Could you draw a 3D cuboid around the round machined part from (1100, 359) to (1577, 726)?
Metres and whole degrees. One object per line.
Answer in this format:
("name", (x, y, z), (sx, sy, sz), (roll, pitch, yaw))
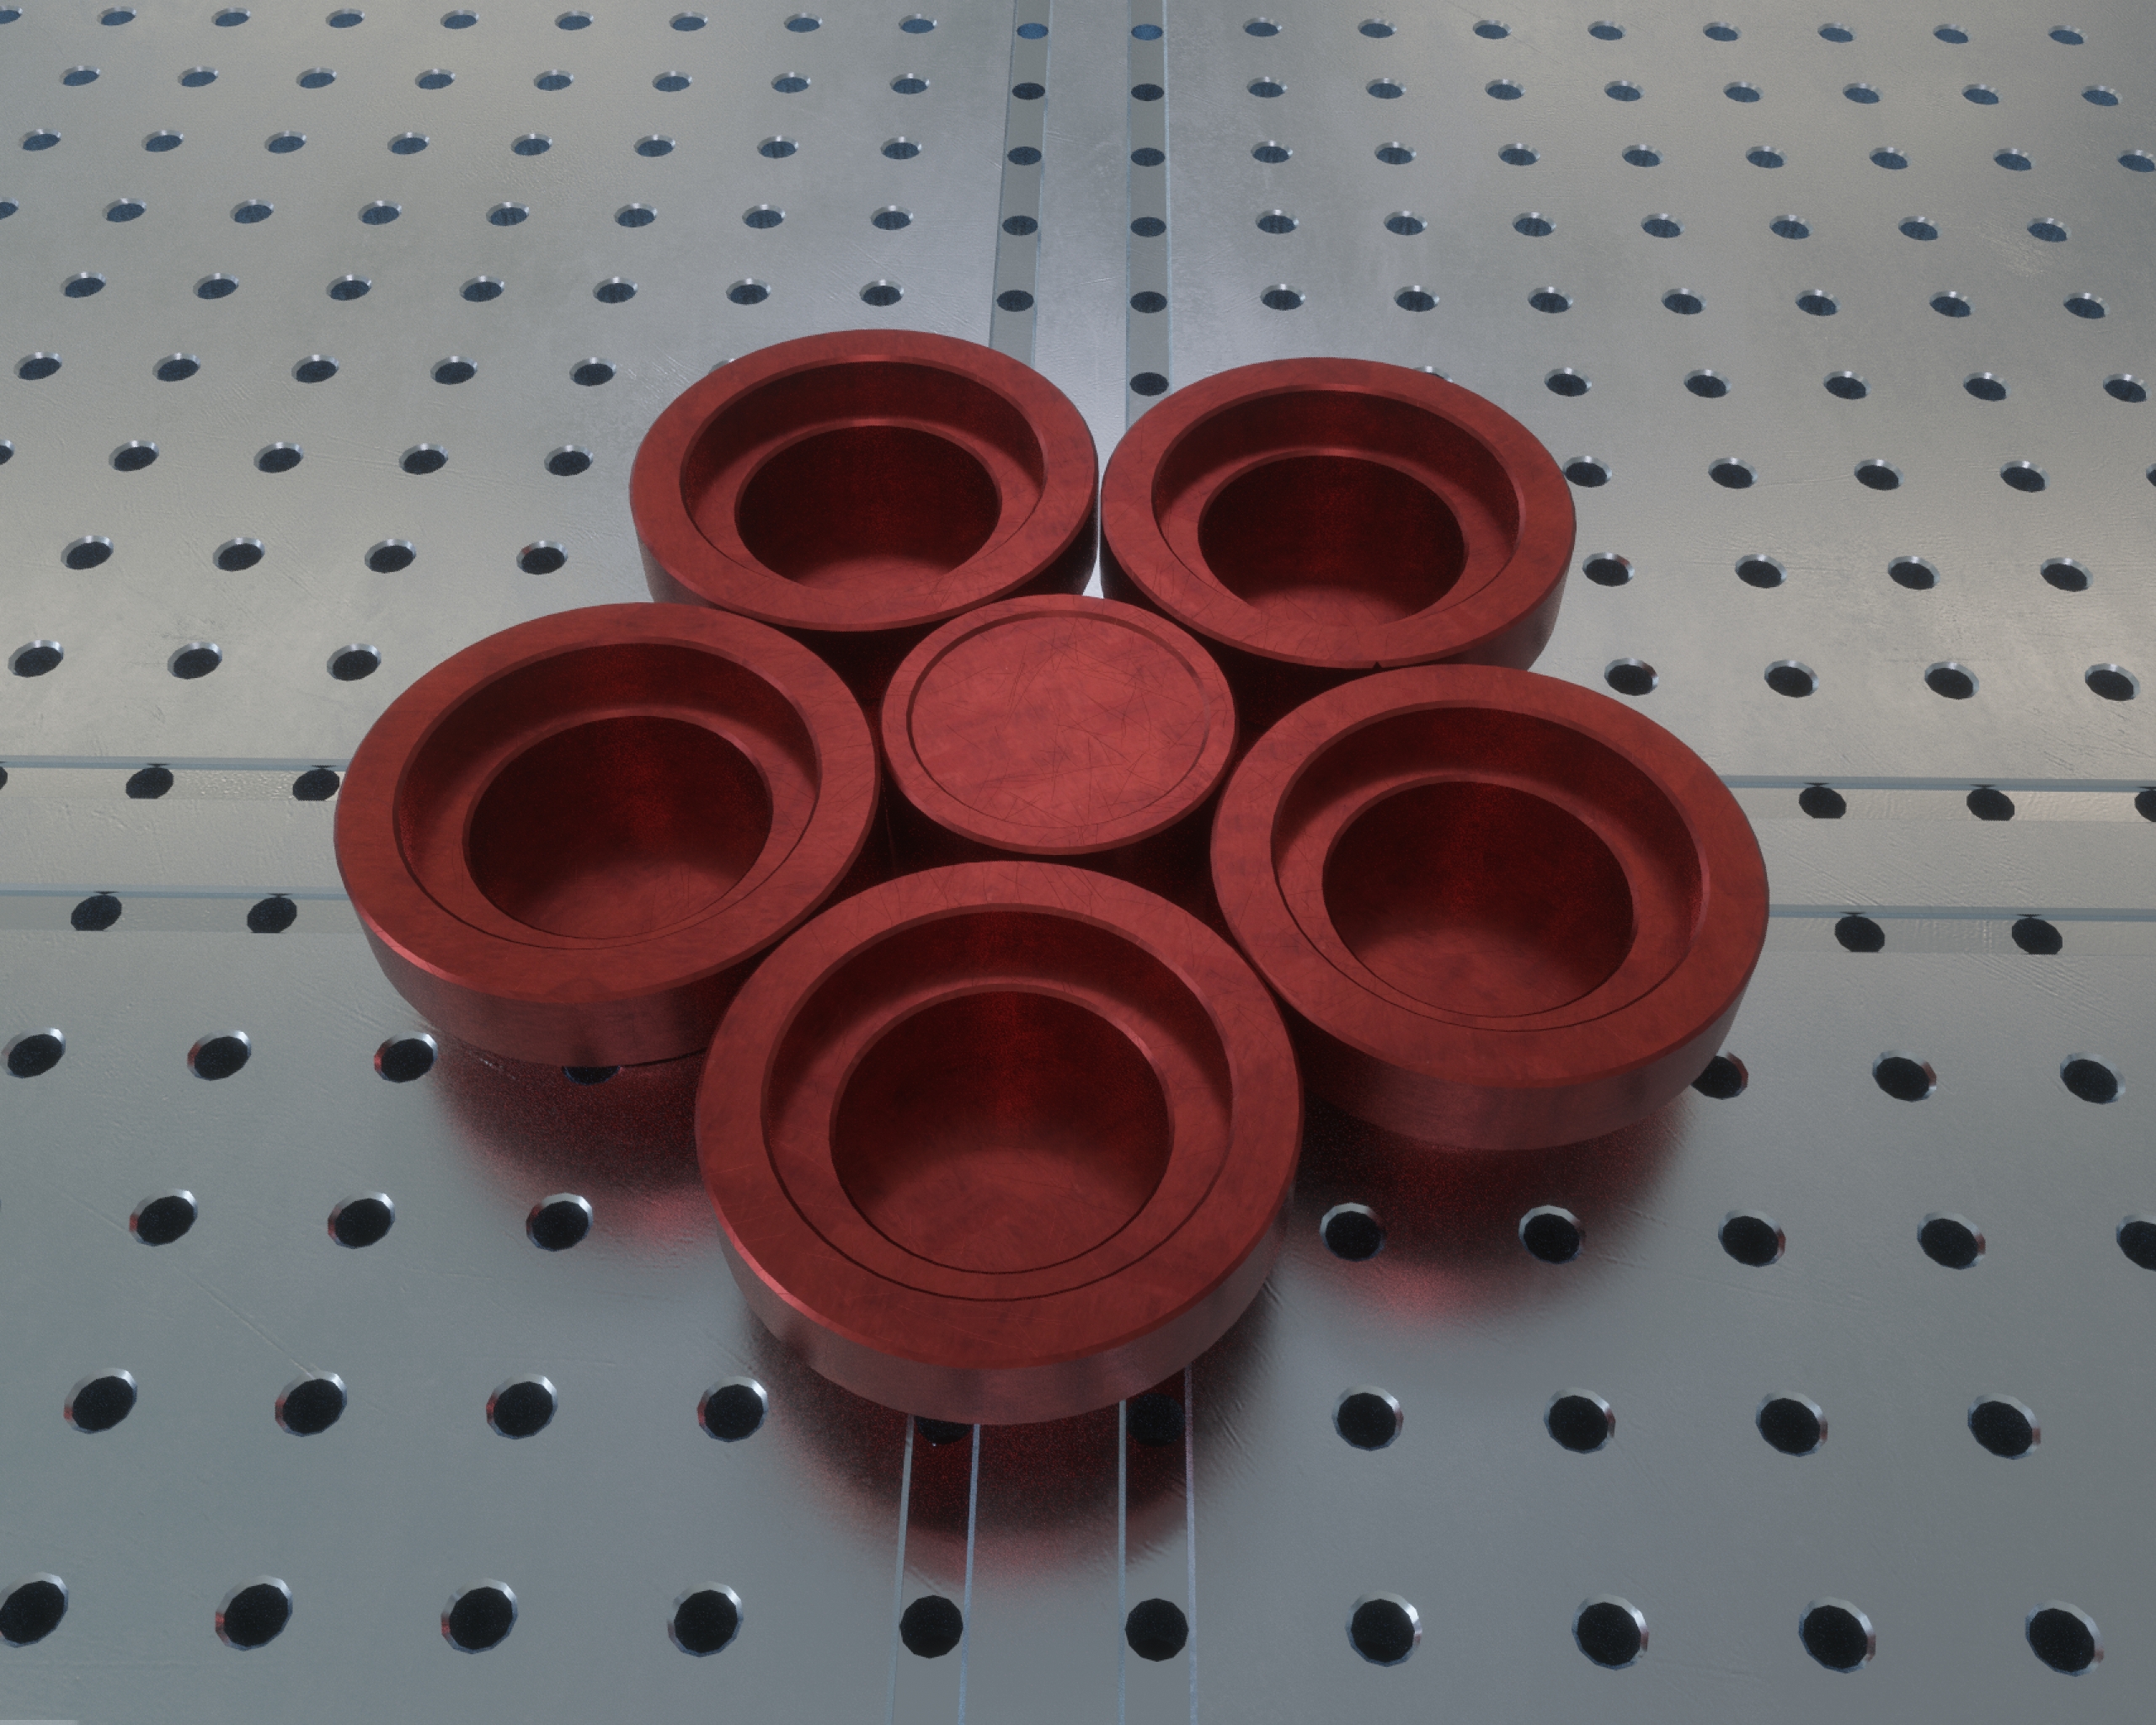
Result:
("round machined part", (0.054, -0.062, 0.449), (0.099, 0.042, 0.098), (0, 50, 0))

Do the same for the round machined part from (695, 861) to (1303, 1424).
("round machined part", (-0.013, 0.050, 0.354), (0.099, 0.042, 0.098), (0, 50, 0))

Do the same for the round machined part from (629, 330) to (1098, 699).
("round machined part", (-0.045, -0.070, 0.455), (0.099, 0.042, 0.098), (0, 50, 0))

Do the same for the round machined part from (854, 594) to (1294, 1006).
("round machined part", (-0.004, -0.015, 0.409), (0.099, 0.042, 0.098), (0, 50, 0))

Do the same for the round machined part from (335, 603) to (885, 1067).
("round machined part", (-0.085, -0.001, 0.397), (0.099, 0.042, 0.098), (0, 50, 0))

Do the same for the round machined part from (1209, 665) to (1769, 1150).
("round machined part", (0.073, 0.012, 0.387), (0.099, 0.042, 0.098), (0, 50, 0))
